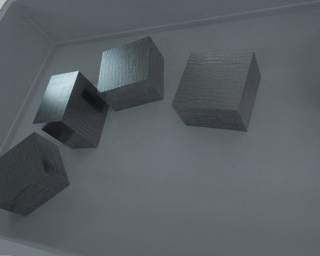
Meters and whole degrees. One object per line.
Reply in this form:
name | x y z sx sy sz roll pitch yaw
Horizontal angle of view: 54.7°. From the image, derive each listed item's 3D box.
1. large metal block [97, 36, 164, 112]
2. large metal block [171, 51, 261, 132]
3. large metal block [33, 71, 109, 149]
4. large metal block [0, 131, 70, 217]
large metal block | -0.041 -0.079 0.460 0.080 0.050 0.080 -13 56 21
large metal block | 0.071 -0.046 0.381 0.080 0.050 0.080 7 65 31
large metal block | -0.124 -0.023 0.450 0.050 0.080 0.080 -4 60 26
large metal block | -0.188 0.066 0.448 0.080 0.050 0.080 -36 51 4
